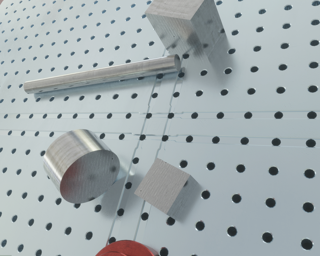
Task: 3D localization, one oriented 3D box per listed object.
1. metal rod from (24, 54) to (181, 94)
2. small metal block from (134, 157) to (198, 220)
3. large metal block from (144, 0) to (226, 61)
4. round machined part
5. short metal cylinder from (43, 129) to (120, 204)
[{"bbox_3d":[-0.110,-0.085,0.515,0.301,0.025,0.025,-4,60,25],"label":"metal rod"},{"bbox_3d":[0.007,0.070,0.361,0.050,0.025,0.050,24,74,36],"label":"small metal block"},{"bbox_3d":[0.038,-0.148,0.443,0.080,0.080,0.050,24,75,36],"label":"large metal block"},{"bbox_3d":[-0.042,0.165,0.317,0.098,0.042,0.098,-13,56,20],"label":"round machined part"},{"bbox_3d":[-0.099,0.048,0.393,0.080,0.080,0.050,-48,52,-5],"label":"short metal cylinder"}]
